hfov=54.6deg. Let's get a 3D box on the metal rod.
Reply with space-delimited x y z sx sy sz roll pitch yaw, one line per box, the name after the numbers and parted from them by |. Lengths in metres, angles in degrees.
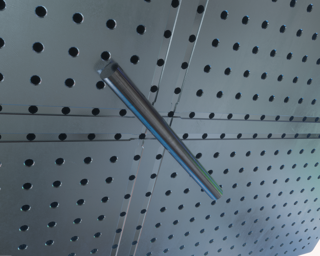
0.020 0.024 0.436 0.025 0.025 0.300 -41 129 0 | metal rod
